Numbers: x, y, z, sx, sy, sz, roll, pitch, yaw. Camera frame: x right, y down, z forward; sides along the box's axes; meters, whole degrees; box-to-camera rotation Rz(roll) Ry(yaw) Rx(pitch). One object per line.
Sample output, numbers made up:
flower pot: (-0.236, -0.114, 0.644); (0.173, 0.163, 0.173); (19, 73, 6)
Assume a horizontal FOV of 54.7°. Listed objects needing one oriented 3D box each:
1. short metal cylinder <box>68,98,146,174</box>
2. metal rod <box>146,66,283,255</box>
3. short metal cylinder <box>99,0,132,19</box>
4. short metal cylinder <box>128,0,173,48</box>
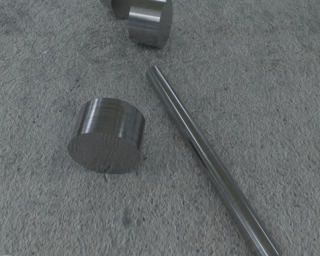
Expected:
short metal cylinder: (-0.059, 0.011, 0.358); (0.080, 0.080, 0.050); (3, 50, 3)
metal rod: (0.049, 0.021, 0.385); (0.025, 0.025, 0.300); (-18, 52, -15)
short metal cylinder: (-0.070, -0.254, 0.581); (0.081, 0.080, 0.050); (-30, 57, -23)
short metal cylinder: (-0.014, -0.178, 0.517); (0.050, 0.080, 0.080); (14, 52, 12)
